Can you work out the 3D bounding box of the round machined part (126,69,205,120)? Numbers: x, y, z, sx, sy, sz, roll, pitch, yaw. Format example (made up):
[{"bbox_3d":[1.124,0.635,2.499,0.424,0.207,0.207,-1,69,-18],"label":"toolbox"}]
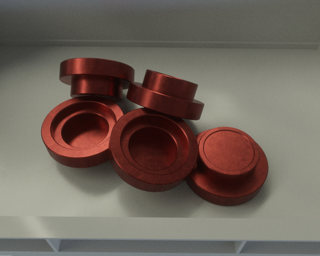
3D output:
[{"bbox_3d":[0.010,-0.045,0.395,0.099,0.042,0.098,16,10,-3],"label":"round machined part"}]

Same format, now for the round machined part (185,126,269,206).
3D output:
[{"bbox_3d":[0.077,0.037,0.361,0.099,0.042,0.098,0,50,0],"label":"round machined part"}]

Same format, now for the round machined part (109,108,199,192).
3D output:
[{"bbox_3d":[-0.009,0.028,0.353,0.099,0.042,0.098,8,55,-11],"label":"round machined part"}]

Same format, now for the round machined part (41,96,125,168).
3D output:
[{"bbox_3d":[-0.090,0.009,0.382,0.099,0.042,0.098,0,50,0],"label":"round machined part"}]

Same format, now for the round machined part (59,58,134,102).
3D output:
[{"bbox_3d":[-0.085,-0.060,0.418,0.099,0.098,0.042,2,86,1],"label":"round machined part"}]
